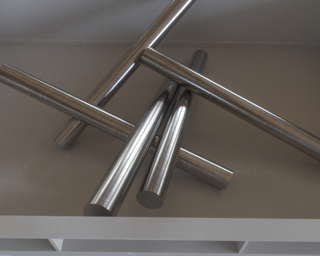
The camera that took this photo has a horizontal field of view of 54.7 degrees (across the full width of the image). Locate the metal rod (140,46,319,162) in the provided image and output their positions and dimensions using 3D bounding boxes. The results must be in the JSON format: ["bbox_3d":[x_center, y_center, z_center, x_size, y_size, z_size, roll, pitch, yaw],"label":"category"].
[{"bbox_3d":[0.111,-0.020,0.381,0.301,0.025,0.025,30,55,7],"label":"metal rod"}]

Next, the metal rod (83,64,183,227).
[{"bbox_3d":[-0.008,-0.011,0.359,0.025,0.025,0.301,12,34,10],"label":"metal rod"}]

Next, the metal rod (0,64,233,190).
[{"bbox_3d":[-0.057,-0.004,0.369,0.301,0.025,0.025,25,54,5],"label":"metal rod"}]

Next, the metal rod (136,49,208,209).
[{"bbox_3d":[0.029,-0.026,0.389,0.025,0.025,0.301,11,40,9],"label":"metal rod"}]

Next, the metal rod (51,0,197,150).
[{"bbox_3d":[-0.034,-0.095,0.417,0.025,0.025,0.300,34,78,25],"label":"metal rod"}]
